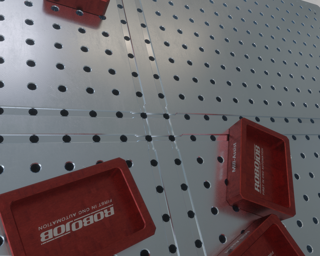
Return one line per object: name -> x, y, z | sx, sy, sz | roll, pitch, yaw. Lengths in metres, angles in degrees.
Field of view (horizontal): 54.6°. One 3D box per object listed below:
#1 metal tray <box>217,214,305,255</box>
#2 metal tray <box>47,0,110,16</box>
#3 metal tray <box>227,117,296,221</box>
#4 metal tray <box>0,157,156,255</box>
metal tray -> 0.117, 0.172, 0.361 | 0.131, 0.030, 0.090 | -24, 75, -36
metal tray -> -0.126, -0.241, 0.484 | 0.091, 0.030, 0.130 | 9, 58, -23
metal tray -> 0.145, 0.057, 0.446 | 0.090, 0.030, 0.130 | 22, 53, -15
metal tray -> -0.079, 0.090, 0.306 | 0.131, 0.030, 0.090 | -15, 70, -34
